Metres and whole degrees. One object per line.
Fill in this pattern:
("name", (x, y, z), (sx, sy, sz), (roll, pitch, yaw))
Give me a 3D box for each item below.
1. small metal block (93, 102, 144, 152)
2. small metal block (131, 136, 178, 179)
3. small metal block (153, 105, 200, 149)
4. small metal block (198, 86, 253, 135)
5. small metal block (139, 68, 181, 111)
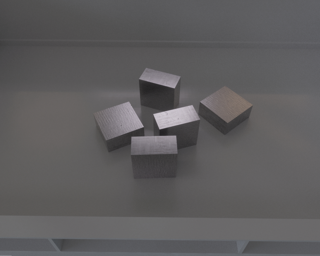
("small metal block", (-0.054, -0.002, 0.407), (0.050, 0.025, 0.050), (-20, 53, -16))
("small metal block", (-0.006, 0.035, 0.360), (0.050, 0.050, 0.025), (-2, 50, -1))
("small metal block", (0.020, 0.003, 0.387), (0.050, 0.050, 0.025), (-14, 52, -11))
("small metal block", (0.090, -0.025, 0.427), (0.050, 0.025, 0.050), (-33, 57, -25))
("small metal block", (0.000, -0.051, 0.432), (0.050, 0.050, 0.025), (16, 52, 13))
